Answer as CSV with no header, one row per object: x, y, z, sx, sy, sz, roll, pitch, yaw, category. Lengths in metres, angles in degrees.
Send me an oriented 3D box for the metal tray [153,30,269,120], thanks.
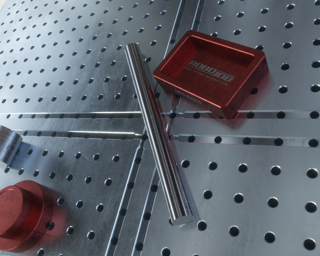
0.064,-0.077,0.418,0.130,0.030,0.090,32,79,38,metal tray

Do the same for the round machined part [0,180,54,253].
-0.201,0.119,0.431,0.098,0.042,0.098,-13,56,21,round machined part

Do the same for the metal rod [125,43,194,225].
-0.011,-0.015,0.423,0.025,0.025,0.299,-26,52,12,metal rod

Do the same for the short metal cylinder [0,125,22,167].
-0.274,0.025,0.502,0.080,0.080,0.050,3,63,29,short metal cylinder
